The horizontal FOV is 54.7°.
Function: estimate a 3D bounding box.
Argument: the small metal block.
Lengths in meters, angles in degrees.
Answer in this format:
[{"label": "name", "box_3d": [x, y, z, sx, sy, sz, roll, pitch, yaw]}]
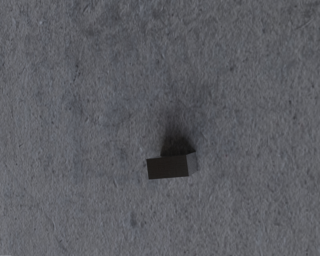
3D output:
[{"label": "small metal block", "box_3d": [0.017, 0.047, 0.389, 0.050, 0.050, 0.025, -8, 88, 19]}]
